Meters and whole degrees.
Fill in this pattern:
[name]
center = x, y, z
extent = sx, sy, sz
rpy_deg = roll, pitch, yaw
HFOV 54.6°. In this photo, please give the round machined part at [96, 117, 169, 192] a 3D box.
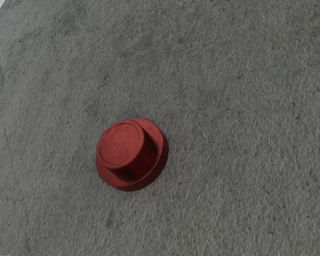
[round machined part]
center = -0.042, 0.028, 0.399
extent = 0.098, 0.042, 0.098
rpy_deg = -13, 56, 21
